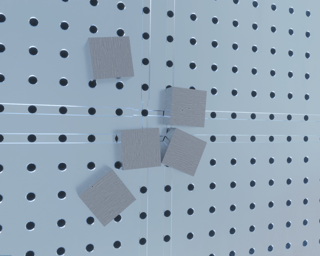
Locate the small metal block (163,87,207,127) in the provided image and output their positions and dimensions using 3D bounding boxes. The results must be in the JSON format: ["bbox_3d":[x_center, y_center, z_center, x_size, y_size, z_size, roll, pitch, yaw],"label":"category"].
[{"bbox_3d":[0.034,-0.028,0.425,0.050,0.025,0.050,5,89,-20],"label":"small metal block"}]

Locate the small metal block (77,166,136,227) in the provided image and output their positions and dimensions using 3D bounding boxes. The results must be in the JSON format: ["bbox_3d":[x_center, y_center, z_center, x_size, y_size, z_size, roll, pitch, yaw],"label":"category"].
[{"bbox_3d":[-0.067,0.085,0.388,0.050,0.025,0.050,-39,103,-16],"label":"small metal block"}]

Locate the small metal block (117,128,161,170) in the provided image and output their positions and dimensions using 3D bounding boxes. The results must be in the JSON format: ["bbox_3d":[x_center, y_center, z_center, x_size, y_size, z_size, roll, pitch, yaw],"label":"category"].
[{"bbox_3d":[-0.028,0.026,0.402,0.050,0.025,0.050,-4,91,-20],"label":"small metal block"}]

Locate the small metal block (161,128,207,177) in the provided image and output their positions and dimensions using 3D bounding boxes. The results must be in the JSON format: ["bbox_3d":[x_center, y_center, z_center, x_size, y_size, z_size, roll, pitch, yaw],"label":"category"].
[{"bbox_3d":[0.029,0.032,0.423,0.050,0.025,0.050,25,82,-18],"label":"small metal block"}]

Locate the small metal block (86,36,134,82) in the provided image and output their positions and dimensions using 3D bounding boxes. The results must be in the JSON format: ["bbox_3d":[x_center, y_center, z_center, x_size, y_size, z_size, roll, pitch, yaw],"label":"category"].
[{"bbox_3d":[-0.063,-0.086,0.389,0.050,0.025,0.050,-8,93,-20],"label":"small metal block"}]
